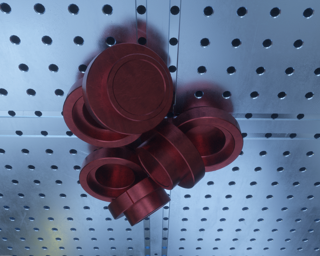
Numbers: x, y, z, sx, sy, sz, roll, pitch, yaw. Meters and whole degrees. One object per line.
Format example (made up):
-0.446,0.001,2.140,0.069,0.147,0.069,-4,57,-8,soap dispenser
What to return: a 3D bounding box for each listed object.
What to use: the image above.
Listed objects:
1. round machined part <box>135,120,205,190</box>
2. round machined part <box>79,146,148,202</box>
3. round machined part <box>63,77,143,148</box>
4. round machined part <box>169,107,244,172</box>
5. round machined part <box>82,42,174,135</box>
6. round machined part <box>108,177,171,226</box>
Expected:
0.007,0.040,0.394,0.042,0.098,0.098,-38,133,-23,round machined part
-0.064,0.063,0.452,0.099,0.042,0.097,0,130,0,round machined part
-0.063,-0.025,0.377,0.099,0.042,0.097,0,130,0,round machined part
0.056,0.011,0.409,0.099,0.042,0.097,0,130,0,round machined part
-0.028,-0.041,0.329,0.099,0.042,0.097,-1,93,-26,round machined part
-0.023,0.107,0.453,0.098,0.042,0.098,-32,166,-9,round machined part
